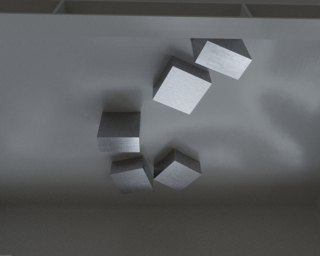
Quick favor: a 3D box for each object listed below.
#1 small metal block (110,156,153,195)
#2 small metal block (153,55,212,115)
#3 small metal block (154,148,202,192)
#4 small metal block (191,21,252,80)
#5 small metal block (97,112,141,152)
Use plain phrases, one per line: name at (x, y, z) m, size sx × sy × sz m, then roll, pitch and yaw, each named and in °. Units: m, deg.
small metal block at (-0.042, 0.073, 0.470) m, size 0.050 × 0.025 × 0.050 m, roll -13°, pitch 129°, yaw 10°
small metal block at (0.025, -0.050, 0.367) m, size 0.050 × 0.025 × 0.050 m, roll 21°, pitch 127°, yaw -18°
small metal block at (0.026, 0.064, 0.464) m, size 0.050 × 0.025 × 0.050 m, roll 30°, pitch 124°, yaw -23°
small metal block at (0.062, -0.082, 0.324) m, size 0.050 × 0.050 × 0.025 m, roll 18°, pitch 128°, yaw -16°
small metal block at (-0.050, 0.004, 0.396) m, size 0.050 × 0.050 × 0.025 m, roll 0°, pitch 130°, yaw -1°
